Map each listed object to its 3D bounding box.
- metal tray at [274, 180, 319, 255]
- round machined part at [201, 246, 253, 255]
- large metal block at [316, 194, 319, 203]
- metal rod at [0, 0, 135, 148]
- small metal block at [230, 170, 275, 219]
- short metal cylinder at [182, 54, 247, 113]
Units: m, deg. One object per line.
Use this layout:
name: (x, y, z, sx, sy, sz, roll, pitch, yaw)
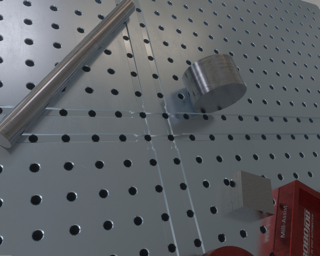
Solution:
metal tray: (0.206, 0.148, 0.425, 0.090, 0.030, 0.130, 30, 52, -9)
round machined part: (0.070, 0.179, 0.326, 0.099, 0.042, 0.098, 14, 56, -21)
large metal block: (0.302, 0.118, 0.463, 0.050, 0.080, 0.080, -18, 71, -35)
metal rod: (-0.107, -0.092, 0.406, 0.025, 0.025, 0.301, 33, 51, -7)
small metal block: (0.124, 0.091, 0.419, 0.050, 0.025, 0.050, 18, 55, -18)
short metal cylinder: (0.079, -0.063, 0.454, 0.081, 0.080, 0.050, -4, 64, -30)
